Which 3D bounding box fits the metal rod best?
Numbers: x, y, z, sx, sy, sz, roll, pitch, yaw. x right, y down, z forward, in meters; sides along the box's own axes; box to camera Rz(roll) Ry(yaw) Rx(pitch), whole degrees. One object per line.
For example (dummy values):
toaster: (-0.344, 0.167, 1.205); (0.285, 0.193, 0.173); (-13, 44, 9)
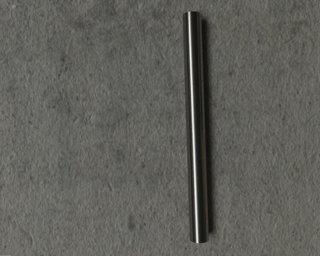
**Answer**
metal rod: (0.047, -0.001, 0.410); (0.025, 0.025, 0.298); (-2, 90, -1)
